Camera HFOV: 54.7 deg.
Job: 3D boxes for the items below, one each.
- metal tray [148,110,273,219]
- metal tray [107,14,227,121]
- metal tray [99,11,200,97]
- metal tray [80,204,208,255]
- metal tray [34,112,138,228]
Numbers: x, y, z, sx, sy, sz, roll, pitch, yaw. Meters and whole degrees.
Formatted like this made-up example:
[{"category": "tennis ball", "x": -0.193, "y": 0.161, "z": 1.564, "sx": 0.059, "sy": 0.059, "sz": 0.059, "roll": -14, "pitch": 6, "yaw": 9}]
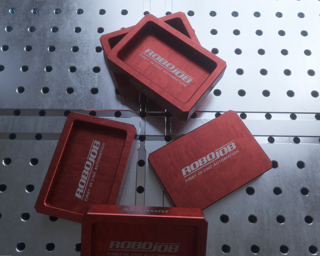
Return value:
[{"category": "metal tray", "x": 0.062, "y": 0.045, "z": 0.393, "sx": 0.131, "sy": 0.030, "sz": 0.090, "roll": -28, "pitch": 73, "yaw": -10}, {"category": "metal tray", "x": 0.008, "y": -0.081, "z": 0.406, "sx": 0.130, "sy": 0.030, "sz": 0.090, "roll": 36, "pitch": 74, "yaw": 12}, {"category": "metal tray", "x": -0.010, "y": -0.108, "z": 0.448, "sx": 0.131, "sy": 0.030, "sz": 0.090, "roll": -20, "pitch": 71, "yaw": -8}, {"category": "metal tray", "x": -0.018, "y": 0.134, "z": 0.338, "sx": 0.131, "sy": 0.030, "sz": 0.089, "roll": 3, "pitch": 94, "yaw": -3}, {"category": "metal tray", "x": -0.088, "y": 0.051, "z": 0.389, "sx": 0.090, "sy": 0.030, "sz": 0.130, "roll": 13, "pitch": 70, "yaw": 4}]
